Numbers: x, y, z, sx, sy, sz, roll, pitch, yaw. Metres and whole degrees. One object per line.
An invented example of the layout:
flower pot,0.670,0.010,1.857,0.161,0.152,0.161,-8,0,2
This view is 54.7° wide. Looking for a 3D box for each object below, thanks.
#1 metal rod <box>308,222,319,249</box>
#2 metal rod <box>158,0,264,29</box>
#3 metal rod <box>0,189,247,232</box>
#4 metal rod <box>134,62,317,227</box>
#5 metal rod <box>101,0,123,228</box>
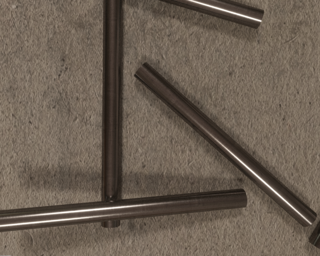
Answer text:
metal rod,0.286,0.030,0.413,0.025,0.025,0.299,31,90,-1
metal rod,-0.012,-0.186,0.409,0.302,0.025,0.025,16,90,-1
metal rod,-0.038,0.101,0.387,0.302,0.025,0.025,-3,90,-10
metal rod,0.086,0.022,0.411,0.300,0.025,0.025,42,90,-1
metal rod,-0.063,-0.021,0.409,0.025,0.025,0.298,1,90,-1
